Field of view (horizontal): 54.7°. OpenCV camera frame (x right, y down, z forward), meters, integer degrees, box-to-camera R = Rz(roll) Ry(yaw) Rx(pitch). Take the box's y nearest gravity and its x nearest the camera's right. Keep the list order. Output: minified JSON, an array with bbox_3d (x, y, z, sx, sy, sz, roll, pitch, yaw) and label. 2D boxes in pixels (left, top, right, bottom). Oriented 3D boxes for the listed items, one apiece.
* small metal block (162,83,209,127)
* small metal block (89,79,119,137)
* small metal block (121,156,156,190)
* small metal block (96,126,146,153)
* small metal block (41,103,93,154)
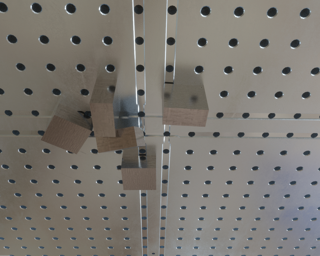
[{"bbox_3d":[0.029,-0.028,0.372,0.050,0.050,0.025,3,130,-3],"label":"small metal block"},{"bbox_3d":[-0.065,-0.024,0.374,0.025,0.050,0.050,1,130,-1],"label":"small metal block"},{"bbox_3d":[-0.031,0.069,0.470,0.050,0.025,0.050,0,130,-1],"label":"small metal block"},{"bbox_3d":[-0.050,0.016,0.406,0.050,0.050,0.025,-10,85,8],"label":"small metal block"},{"bbox_3d":[-0.122,0.002,0.412,0.050,0.025,0.050,26,125,-21],"label":"small metal block"}]
